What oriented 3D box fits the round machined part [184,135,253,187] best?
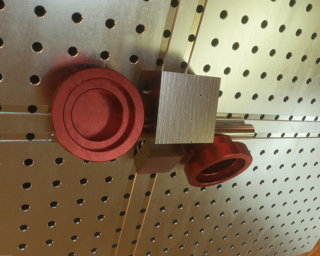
[{"bbox_3d":[0.082,0.046,0.458,0.099,0.042,0.098,-14,148,-9],"label":"round machined part"}]

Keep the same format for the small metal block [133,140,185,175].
[{"bbox_3d":[-0.002,0.040,0.422,0.050,0.025,0.050,1,147,-29],"label":"small metal block"}]

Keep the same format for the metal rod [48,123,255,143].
[{"bbox_3d":[0.009,0.005,0.420,0.303,0.025,0.025,0,118,-29],"label":"metal rod"}]

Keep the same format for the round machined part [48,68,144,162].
[{"bbox_3d":[-0.070,-0.014,0.337,0.099,0.042,0.097,-2,93,-29],"label":"round machined part"}]

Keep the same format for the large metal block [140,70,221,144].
[{"bbox_3d":[0.022,-0.026,0.376,0.081,0.050,0.079,1,100,-29],"label":"large metal block"}]
